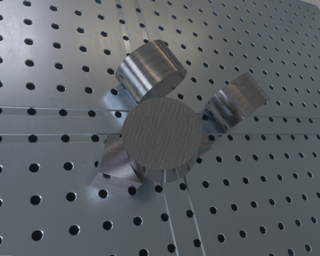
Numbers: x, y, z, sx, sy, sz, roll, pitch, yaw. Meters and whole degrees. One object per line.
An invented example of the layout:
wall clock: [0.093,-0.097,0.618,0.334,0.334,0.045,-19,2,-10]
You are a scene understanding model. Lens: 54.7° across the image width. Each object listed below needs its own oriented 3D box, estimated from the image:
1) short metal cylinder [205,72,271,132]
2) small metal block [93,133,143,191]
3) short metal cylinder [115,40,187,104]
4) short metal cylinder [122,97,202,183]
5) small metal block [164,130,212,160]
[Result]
short metal cylinder: [0.114,-0.037,0.457,0.081,0.080,0.050,-30,79,-38]
small metal block: [-0.045,0.040,0.360,0.050,0.025,0.050,18,55,-18]
short metal cylinder: [-0.011,-0.070,0.409,0.081,0.080,0.050,-30,79,-38]
short metal cylinder: [0.002,0.014,0.333,0.080,0.050,0.080,0,65,1]
small metal block: [0.028,0.025,0.392,0.050,0.050,0.025,0,62,-29]
